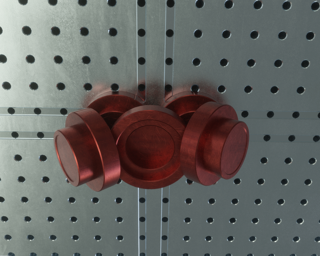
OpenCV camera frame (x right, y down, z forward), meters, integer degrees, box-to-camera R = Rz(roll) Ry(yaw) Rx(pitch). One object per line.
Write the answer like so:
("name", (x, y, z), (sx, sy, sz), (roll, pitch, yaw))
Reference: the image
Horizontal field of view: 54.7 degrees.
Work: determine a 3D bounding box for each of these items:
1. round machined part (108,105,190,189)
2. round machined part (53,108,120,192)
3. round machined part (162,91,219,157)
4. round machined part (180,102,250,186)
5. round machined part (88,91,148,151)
("round machined part", (-0.011, 0.019, 0.365), (0.099, 0.042, 0.097), (0, 110, -1))
("round machined part", (-0.090, 0.029, 0.359), (0.042, 0.098, 0.097), (-20, 115, -33))
("round machined part", (0.043, 0.004, 0.406), (0.099, 0.042, 0.097), (0, 110, -1))
("round machined part", (0.069, 0.021, 0.359), (0.042, 0.099, 0.097), (17, 116, 37))
("round machined part", (-0.056, 0.004, 0.405), (0.099, 0.042, 0.097), (0, 110, -1))
